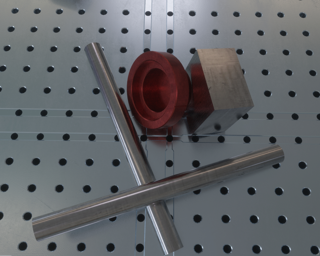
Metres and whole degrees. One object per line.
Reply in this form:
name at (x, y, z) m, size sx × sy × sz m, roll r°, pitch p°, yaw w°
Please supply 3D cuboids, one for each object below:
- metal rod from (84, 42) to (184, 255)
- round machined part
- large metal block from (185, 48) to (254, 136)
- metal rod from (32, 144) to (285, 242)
metal rod at (-0.041, 0.013, 0.406) m, size 0.025 × 0.025 × 0.299 m, roll -21°, pitch 71°, yaw -8°
round machined part at (0.003, -0.049, 0.401) m, size 0.042 × 0.098 × 0.098 m, roll -8°, pitch 66°, yaw -41°
large metal block at (0.066, -0.044, 0.394) m, size 0.050 × 0.080 × 0.080 m, roll -6°, pitch 70°, yaw -17°
metal rod at (0.012, 0.069, 0.362) m, size 0.302 × 0.025 × 0.025 m, roll -15°, pitch 71°, yaw -15°
